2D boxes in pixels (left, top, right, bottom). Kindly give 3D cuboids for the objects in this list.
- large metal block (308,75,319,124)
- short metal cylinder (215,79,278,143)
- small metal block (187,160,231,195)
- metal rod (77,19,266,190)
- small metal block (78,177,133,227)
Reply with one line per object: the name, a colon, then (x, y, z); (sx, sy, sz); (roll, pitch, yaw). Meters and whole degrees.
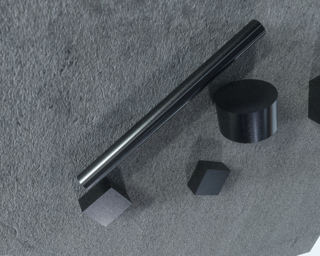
large metal block: (0.303, -0.055, 0.526); (0.080, 0.050, 0.080); (-28, 128, -11)
short metal cylinder: (0.119, -0.024, 0.423); (0.080, 0.080, 0.050); (-26, 128, -12)
small metal block: (0.079, 0.082, 0.503); (0.050, 0.025, 0.050); (9, 114, -33)
metal rod: (0.014, -0.029, 0.397); (0.300, 0.025, 0.025); (-42, 130, 0)
small metal block: (-0.075, 0.103, 0.431); (0.050, 0.025, 0.050); (-41, 130, -1)
